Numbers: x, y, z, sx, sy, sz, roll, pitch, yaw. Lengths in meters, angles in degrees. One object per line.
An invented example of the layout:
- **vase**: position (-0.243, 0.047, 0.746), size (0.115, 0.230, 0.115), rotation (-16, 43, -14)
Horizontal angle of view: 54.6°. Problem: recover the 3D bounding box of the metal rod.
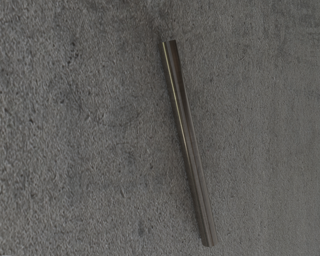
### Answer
- **metal rod**: position (0.042, 0.029, 0.438), size (0.025, 0.025, 0.298), rotation (-22, 104, -38)
